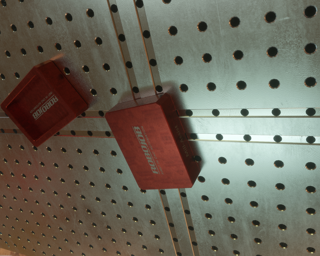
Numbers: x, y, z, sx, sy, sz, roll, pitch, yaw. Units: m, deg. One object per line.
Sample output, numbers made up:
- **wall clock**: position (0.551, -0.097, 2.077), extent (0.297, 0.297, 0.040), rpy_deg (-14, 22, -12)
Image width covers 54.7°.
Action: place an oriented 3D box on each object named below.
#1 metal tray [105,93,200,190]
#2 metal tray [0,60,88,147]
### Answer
- **metal tray**: position (-0.009, 0.024, 0.426), extent (0.090, 0.030, 0.129), rpy_deg (-10, 114, 32)
- **metal tray**: position (-0.182, -0.033, 0.480), extent (0.130, 0.030, 0.090), rpy_deg (-30, 103, 37)
